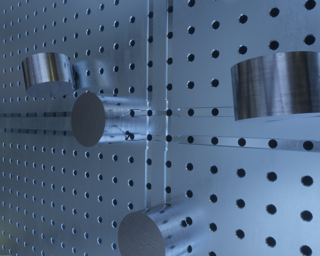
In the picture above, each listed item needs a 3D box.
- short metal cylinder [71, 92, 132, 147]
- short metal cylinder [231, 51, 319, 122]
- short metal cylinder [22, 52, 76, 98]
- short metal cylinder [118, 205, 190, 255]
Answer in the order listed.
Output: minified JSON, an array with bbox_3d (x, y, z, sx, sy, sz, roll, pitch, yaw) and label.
[{"bbox_3d":[-0.089,-0.012,0.466,0.080,0.050,0.079,0,90,40],"label":"short metal cylinder"},{"bbox_3d":[0.108,-0.034,0.284,0.080,0.081,0.050,-6,86,40],"label":"short metal cylinder"},{"bbox_3d":[-0.190,-0.088,0.530,0.080,0.081,0.050,-21,77,38],"label":"short metal cylinder"},{"bbox_3d":[-0.008,0.144,0.400,0.080,0.050,0.079,0,90,40],"label":"short metal cylinder"}]
